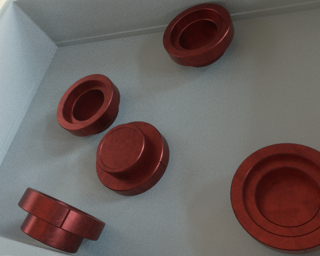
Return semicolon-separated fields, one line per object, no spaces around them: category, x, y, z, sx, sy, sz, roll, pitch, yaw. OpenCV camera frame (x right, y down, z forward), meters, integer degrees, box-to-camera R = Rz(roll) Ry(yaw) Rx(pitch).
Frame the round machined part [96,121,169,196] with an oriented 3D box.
round machined part;-0.041;0.033;0.396;0.098;0.042;0.098;-13;56;21

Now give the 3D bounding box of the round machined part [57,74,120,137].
round machined part;-0.102;-0.030;0.467;0.098;0.042;0.098;-13;56;21

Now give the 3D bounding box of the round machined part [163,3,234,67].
round machined part;0.057;-0.127;0.442;0.098;0.042;0.098;-13;56;21

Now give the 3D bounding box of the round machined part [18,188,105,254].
round machined part;-0.116;0.108;0.353;0.098;0.098;0.042;13;69;33

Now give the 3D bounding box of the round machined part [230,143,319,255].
round machined part;0.120;0.067;0.291;0.098;0.042;0.098;-13;56;21
